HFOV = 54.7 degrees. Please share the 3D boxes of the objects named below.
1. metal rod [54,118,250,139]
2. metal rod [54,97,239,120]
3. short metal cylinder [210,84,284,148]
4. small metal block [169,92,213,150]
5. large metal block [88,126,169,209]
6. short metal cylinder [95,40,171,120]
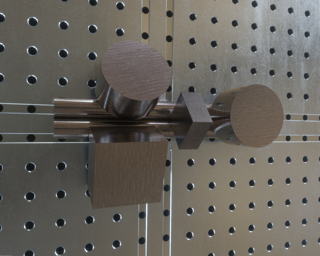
[{"bbox_3d":[0.017,0.002,0.416,0.303,0.025,0.025,1,90,-20],"label":"metal rod"},{"bbox_3d":[0.017,-0.023,0.416,0.303,0.025,0.025,1,90,-20],"label":"metal rod"},{"bbox_3d":[0.114,-0.015,0.411,0.081,0.050,0.079,0,90,-20],"label":"short metal cylinder"},{"bbox_3d":[0.036,-0.009,0.379,0.025,0.050,0.050,1,48,-20],"label":"small metal block"},{"bbox_3d":[-0.041,0.044,0.366,0.081,0.050,0.079,-1,111,-20],"label":"large metal block"},{"bbox_3d":[-0.033,-0.056,0.368,0.081,0.050,0.080,8,63,-17],"label":"short metal cylinder"}]
